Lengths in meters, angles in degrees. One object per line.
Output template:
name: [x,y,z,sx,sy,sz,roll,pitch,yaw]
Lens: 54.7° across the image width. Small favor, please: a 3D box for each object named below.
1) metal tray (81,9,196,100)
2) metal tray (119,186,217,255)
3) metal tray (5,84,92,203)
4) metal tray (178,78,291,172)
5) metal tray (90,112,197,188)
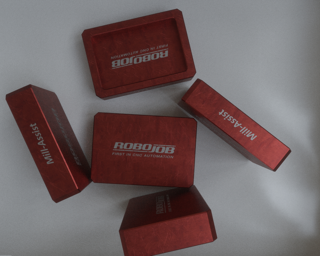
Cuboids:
metal tray: [-0.027,-0.095,0.407,0.131,0.030,0.089,-13,90,-1]
metal tray: [0.007,0.101,0.356,0.091,0.130,0.030,-12,91,-1]
metal tray: [-0.127,0.017,0.375,0.030,0.090,0.129,-25,91,-1]
metal tray: [0.084,-0.004,0.377,0.130,0.090,0.030,38,91,-1]
metal tray: [-0.020,0.028,0.406,0.131,0.030,0.089,3,90,-1]
